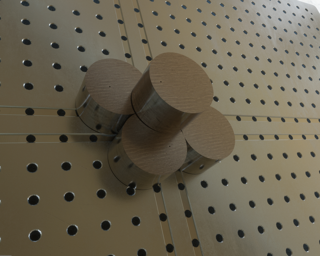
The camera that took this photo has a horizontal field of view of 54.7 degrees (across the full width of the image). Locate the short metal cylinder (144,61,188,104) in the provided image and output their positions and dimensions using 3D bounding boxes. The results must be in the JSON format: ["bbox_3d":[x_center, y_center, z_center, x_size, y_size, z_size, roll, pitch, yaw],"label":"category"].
[{"bbox_3d":[0.009,-0.051,0.429,0.081,0.050,0.080,14,56,-21],"label":"short metal cylinder"}]

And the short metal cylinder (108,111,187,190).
[{"bbox_3d":[-0.015,0.027,0.368,0.081,0.050,0.080,14,56,-21],"label":"short metal cylinder"}]

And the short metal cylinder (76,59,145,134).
[{"bbox_3d":[-0.059,-0.039,0.384,0.081,0.050,0.080,14,56,-21],"label":"short metal cylinder"}]

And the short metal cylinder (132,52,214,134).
[{"bbox_3d":[0.014,-0.040,0.359,0.081,0.050,0.080,14,57,-22],"label":"short metal cylinder"}]

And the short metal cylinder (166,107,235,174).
[{"bbox_3d":[0.051,0.015,0.412,0.081,0.050,0.080,14,56,-21],"label":"short metal cylinder"}]
